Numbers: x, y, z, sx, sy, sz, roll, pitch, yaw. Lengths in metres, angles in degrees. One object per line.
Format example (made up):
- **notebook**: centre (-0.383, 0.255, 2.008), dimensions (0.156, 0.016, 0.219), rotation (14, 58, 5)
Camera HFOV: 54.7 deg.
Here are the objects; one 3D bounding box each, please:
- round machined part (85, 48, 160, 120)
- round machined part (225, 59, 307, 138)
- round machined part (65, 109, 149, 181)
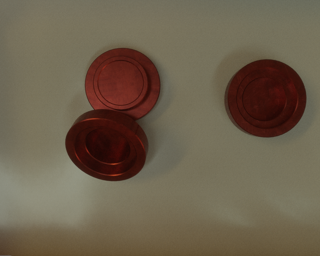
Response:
- **round machined part**: centre (-0.049, -0.056, 0.402), dimensions (0.099, 0.042, 0.097), rotation (0, 90, -1)
- **round machined part**: centre (0.133, -0.037, 0.405), dimensions (0.099, 0.042, 0.097), rotation (0, 90, -1)
- **round machined part**: centre (-0.063, 0.017, 0.387), dimensions (0.099, 0.042, 0.097), rotation (4, 126, 6)
